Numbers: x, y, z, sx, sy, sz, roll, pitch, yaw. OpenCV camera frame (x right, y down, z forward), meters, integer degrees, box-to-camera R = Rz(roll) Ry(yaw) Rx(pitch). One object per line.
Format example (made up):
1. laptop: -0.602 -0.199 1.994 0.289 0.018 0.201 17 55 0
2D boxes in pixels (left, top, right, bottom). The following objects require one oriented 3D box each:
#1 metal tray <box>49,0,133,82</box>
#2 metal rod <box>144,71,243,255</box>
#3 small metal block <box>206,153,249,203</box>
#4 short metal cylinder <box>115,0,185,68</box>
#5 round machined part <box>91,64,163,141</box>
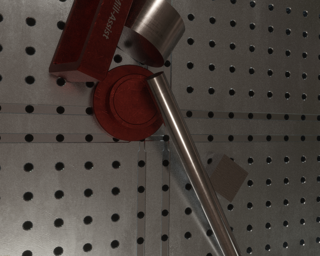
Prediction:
1. metal tray: -0.075 -0.118 0.348 0.030 0.090 0.129 23 82 -38
2. metal rod: 0.052 0.068 0.407 0.025 0.025 0.299 -31 110 -18
3. small metal block: 0.091 0.071 0.448 0.050 0.025 0.050 38 78 -17
4. short metal cylinder: -0.017 -0.119 0.378 0.080 0.080 0.050 34 79 -17
5. round machined part: -0.035 -0.032 0.392 0.099 0.042 0.097 0 90 -21
